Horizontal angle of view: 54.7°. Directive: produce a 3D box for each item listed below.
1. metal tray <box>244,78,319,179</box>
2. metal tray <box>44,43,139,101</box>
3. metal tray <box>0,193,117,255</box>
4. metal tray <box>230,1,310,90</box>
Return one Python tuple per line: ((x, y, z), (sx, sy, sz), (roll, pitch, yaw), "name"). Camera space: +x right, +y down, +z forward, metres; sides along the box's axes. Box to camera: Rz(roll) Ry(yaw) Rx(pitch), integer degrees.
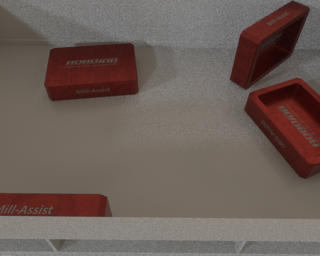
((0.186, -0.006, 0.409), (0.091, 0.030, 0.130), (-18, 53, -15), "metal tray")
((-0.102, -0.088, 0.474), (0.131, 0.030, 0.090), (-5, 50, -5), "metal tray")
((-0.110, 0.094, 0.282), (0.131, 0.089, 0.030), (1, 50, 0), "metal tray")
((0.166, -0.126, 0.470), (0.131, 0.089, 0.030), (-35, 59, -26), "metal tray")
